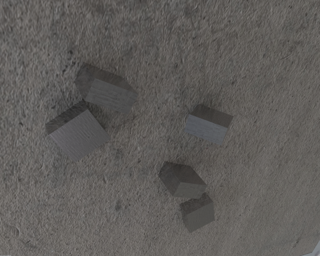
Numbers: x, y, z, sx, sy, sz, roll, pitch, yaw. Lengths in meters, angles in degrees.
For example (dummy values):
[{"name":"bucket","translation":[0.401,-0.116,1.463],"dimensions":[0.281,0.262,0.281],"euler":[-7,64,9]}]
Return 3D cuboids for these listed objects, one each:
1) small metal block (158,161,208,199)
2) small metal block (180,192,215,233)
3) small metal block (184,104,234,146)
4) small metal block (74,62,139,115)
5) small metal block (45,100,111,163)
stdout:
[{"name":"small metal block","translation":[0.033,0.077,0.456],"dimensions":[0.050,0.050,0.025],"euler":[14,111,-34]},{"name":"small metal block","translation":[0.065,0.145,0.532],"dimensions":[0.050,0.025,0.050],"euler":[-22,127,-15]},{"name":"small metal block","translation":[0.066,-0.006,0.409],"dimensions":[0.050,0.050,0.025],"euler":[-42,150,-61]},{"name":"small metal block","translation":[-0.058,-0.043,0.332],"dimensions":[0.050,0.050,0.025],"euler":[17,109,-35]},{"name":"small metal block","translation":[-0.094,0.004,0.358],"dimensions":[0.050,0.025,0.050],"euler":[-35,129,-5]}]
